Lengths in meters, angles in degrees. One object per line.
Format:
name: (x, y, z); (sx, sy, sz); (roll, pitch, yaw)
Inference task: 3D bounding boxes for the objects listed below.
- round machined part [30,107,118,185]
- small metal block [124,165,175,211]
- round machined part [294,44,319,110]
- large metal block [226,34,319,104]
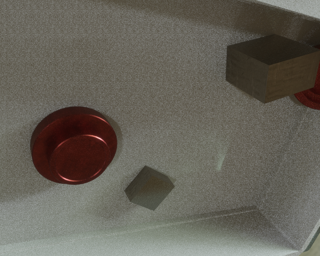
round machined part: (-0.097, 0.027, 0.363); (0.099, 0.042, 0.097); (-14, 125, -21)
small metal block: (-0.015, 0.090, 0.458); (0.050, 0.025, 0.050); (33, 100, -39)
round machined part: (0.249, -0.079, 0.466); (0.098, 0.042, 0.097); (7, 119, 14)
large metal block: (0.144, -0.080, 0.404); (0.081, 0.080, 0.050); (-18, 126, -18)
